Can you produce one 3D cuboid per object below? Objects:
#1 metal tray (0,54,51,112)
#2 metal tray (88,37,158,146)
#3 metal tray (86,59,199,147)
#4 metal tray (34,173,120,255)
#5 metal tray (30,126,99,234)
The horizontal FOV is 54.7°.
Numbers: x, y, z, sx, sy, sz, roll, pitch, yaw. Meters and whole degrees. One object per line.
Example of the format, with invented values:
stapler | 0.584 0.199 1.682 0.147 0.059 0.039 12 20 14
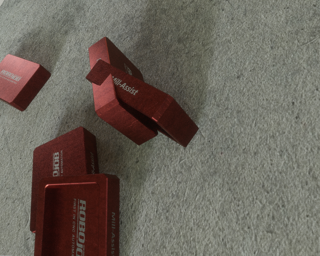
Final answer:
metal tray | -0.283 -0.092 0.606 0.130 0.030 0.090 22 73 36
metal tray | -0.050 -0.050 0.414 0.030 0.090 0.130 -30 49 17
metal tray | -0.022 -0.031 0.387 0.130 0.090 0.030 32 84 35
metal tray | -0.093 0.119 0.347 0.090 0.030 0.129 -6 76 18
metal tray | -0.130 0.071 0.426 0.090 0.030 0.130 -24 53 13
